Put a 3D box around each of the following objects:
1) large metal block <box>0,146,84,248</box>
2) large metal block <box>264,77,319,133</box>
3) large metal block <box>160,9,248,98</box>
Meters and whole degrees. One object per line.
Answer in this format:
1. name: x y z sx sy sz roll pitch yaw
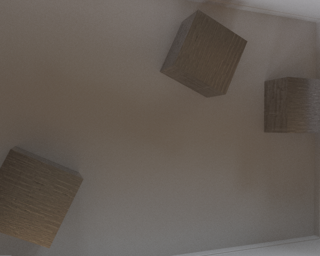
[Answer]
1. large metal block: -0.143 0.074 0.345 0.080 0.050 0.080 27 81 -18
2. large metal block: 0.209 -0.032 0.474 0.081 0.050 0.080 0 90 -20
3. large metal block: 0.058 -0.096 0.418 0.080 0.050 0.080 26 81 -18
